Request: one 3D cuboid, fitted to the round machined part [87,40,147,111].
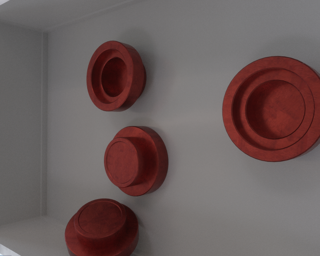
[{"bbox_3d":[-0.058,-0.072,0.444,0.098,0.042,0.097,0,90,40],"label":"round machined part"}]

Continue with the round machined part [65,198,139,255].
[{"bbox_3d":[-0.079,0.134,0.419,0.098,0.099,0.042,27,132,36],"label":"round machined part"}]

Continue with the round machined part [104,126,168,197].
[{"bbox_3d":[-0.040,0.046,0.429,0.098,0.042,0.097,0,90,40],"label":"round machined part"}]

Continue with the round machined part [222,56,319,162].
[{"bbox_3d":[0.115,-0.018,0.301,0.098,0.042,0.097,0,90,40],"label":"round machined part"}]
